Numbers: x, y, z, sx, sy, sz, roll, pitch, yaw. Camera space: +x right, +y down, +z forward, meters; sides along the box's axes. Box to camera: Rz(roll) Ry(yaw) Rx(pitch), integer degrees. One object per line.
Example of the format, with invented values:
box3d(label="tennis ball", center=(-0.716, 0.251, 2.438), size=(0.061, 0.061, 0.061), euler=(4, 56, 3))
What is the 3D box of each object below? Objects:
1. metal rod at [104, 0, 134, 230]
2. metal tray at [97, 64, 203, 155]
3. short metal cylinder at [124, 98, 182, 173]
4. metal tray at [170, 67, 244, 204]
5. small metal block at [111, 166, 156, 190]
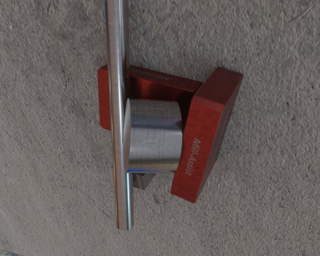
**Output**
box3d(label="metal rod", center=(-0.048, -0.002, 0.380), size=(0.025, 0.025, 0.298), euler=(10, 114, 22))
box3d(label="metal tray", center=(-0.015, -0.027, 0.394), size=(0.130, 0.030, 0.089), euler=(17, 125, 18))
box3d(label="short metal cylinder", center=(-0.011, 0.009, 0.335), size=(0.050, 0.080, 0.079), euler=(2, 126, -12))
box3d(label="metal tray", center=(0.051, 0.008, 0.343), size=(0.030, 0.090, 0.129), euler=(21, 126, 16))
box3d(label="small metal block", center=(-0.034, 0.057, 0.444), size=(0.050, 0.050, 0.025), euler=(12, 123, 21))
